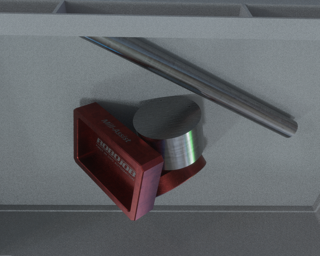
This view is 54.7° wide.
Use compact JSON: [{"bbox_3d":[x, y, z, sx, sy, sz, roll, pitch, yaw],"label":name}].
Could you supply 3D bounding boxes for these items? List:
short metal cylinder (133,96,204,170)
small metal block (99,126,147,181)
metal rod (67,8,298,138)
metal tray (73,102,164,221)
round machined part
[{"bbox_3d":[0.012,0.005,0.377,0.080,0.080,0.050,-7,130,5],"label":"short metal cylinder"},{"bbox_3d":[-0.052,0.034,0.419,0.025,0.050,0.050,-19,148,-46],"label":"small metal block"},{"bbox_3d":[0.042,-0.054,0.363,0.302,0.025,0.025,23,126,-19],"label":"metal rod"},{"bbox_3d":[-0.057,0.038,0.377,0.030,0.130,0.089,-24,139,-39],"label":"metal tray"},{"bbox_3d":[0.010,0.053,0.419,0.098,0.098,0.042,-31,89,23],"label":"round machined part"}]
